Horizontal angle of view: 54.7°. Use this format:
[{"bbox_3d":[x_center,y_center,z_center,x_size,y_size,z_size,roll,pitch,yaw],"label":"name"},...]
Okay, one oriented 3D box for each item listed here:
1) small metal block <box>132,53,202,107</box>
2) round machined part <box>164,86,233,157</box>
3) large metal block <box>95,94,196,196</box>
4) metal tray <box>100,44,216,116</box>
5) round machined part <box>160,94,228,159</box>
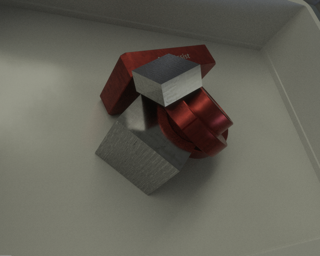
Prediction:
[{"bbox_3d":[0.007,-0.052,0.322,0.050,0.025,0.050,-31,40,-25],"label":"small metal block"},{"bbox_3d":[0.046,-0.018,0.356,0.098,0.042,0.098,46,13,-13],"label":"round machined part"},{"bbox_3d":[-0.016,0.021,0.349,0.080,0.080,0.050,39,51,-2],"label":"large metal block"},{"bbox_3d":[-0.002,-0.062,0.400,0.131,0.090,0.030,-16,71,-35],"label":"metal tray"},{"bbox_3d":[0.039,-0.003,0.419,0.099,0.042,0.098,14,56,-21],"label":"round machined part"}]
